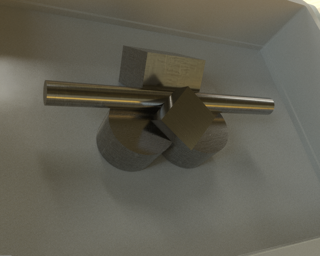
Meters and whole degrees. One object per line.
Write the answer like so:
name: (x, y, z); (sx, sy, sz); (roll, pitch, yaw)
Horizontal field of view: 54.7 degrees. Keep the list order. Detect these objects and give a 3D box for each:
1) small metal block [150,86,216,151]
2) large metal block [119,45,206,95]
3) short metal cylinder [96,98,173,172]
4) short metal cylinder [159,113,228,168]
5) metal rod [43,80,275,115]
small metal block: (0.027, -0.011, 0.348); (0.050, 0.025, 0.050); (45, 70, -21)
large metal block: (0.000, -0.074, 0.408); (0.081, 0.050, 0.080); (1, 18, -28)
short metal cylinder: (-0.030, 0.006, 0.370); (0.081, 0.050, 0.080); (14, 56, -21)
short metal cylinder: (0.042, 0.007, 0.408); (0.081, 0.050, 0.080); (14, 56, -21)
metal rod: (0.021, -0.033, 0.373); (0.303, 0.025, 0.025); (1, 62, -28)
